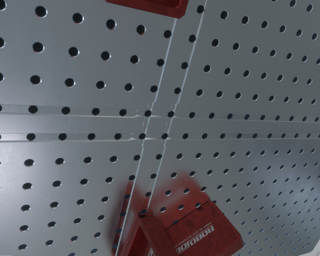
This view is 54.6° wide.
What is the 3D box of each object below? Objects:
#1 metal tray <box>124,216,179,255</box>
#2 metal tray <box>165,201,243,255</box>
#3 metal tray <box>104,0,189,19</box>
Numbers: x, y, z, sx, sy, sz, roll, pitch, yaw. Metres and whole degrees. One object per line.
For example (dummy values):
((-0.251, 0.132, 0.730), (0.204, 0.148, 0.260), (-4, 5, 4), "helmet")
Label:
((-0.022, 0.218, 0.490), (0.030, 0.090, 0.129), (6, 116, -31), "metal tray")
((0.061, 0.193, 0.520), (0.130, 0.090, 0.030), (-32, 129, -8), "metal tray")
((-0.004, -0.180, 0.293), (0.091, 0.030, 0.129), (2, 118, -29), "metal tray")
